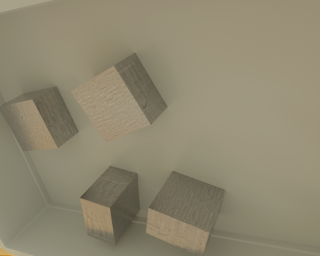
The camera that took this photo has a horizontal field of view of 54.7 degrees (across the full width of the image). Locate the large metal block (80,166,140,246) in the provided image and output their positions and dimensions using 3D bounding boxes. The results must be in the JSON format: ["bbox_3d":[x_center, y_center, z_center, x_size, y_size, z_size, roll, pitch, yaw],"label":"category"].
[{"bbox_3d":[-0.074,0.119,0.484,0.050,0.080,0.079,12,124,21],"label":"large metal block"}]

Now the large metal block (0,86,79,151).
[{"bbox_3d":[-0.187,-0.013,0.481,0.080,0.050,0.080,-6,116,30],"label":"large metal block"}]

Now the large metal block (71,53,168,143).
[{"bbox_3d":[-0.051,-0.037,0.395,0.080,0.050,0.080,-21,107,35],"label":"large metal block"}]

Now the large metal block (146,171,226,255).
[{"bbox_3d":[0.036,0.114,0.423,0.080,0.080,0.050,18,125,17],"label":"large metal block"}]
